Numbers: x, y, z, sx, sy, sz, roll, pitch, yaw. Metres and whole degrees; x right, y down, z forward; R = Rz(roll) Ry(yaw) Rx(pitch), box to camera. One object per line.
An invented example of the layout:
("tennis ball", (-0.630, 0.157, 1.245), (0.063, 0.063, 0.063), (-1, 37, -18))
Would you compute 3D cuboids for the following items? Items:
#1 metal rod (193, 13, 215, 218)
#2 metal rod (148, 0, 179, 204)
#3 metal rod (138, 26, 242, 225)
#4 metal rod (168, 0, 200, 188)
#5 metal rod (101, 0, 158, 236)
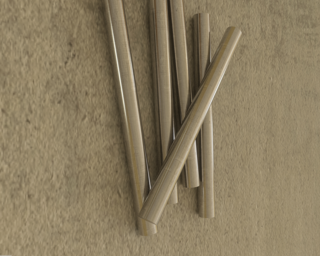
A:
("metal rod", (0.066, -0.017, 0.462), (0.025, 0.025, 0.298), (-3, 92, -40))
("metal rod", (0.004, -0.049, 0.409), (0.025, 0.025, 0.298), (-6, 94, -40))
("metal rod", (0.048, -0.018, 0.413), (0.025, 0.025, 0.300), (41, 65, -33))
("metal rod", (0.030, -0.066, 0.431), (0.025, 0.025, 0.298), (-10, 96, -40))
("metal rod", (-0.036, -0.015, 0.376), (0.025, 0.025, 0.298), (-14, 99, -39))
